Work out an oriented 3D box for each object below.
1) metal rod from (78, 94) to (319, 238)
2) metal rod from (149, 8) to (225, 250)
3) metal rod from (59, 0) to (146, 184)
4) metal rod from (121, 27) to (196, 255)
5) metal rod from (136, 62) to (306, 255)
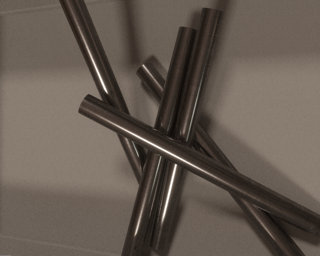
[{"bbox_3d":[0.047,0.042,0.351,0.301,0.025,0.025,28,99,1],"label":"metal rod"},{"bbox_3d":[0.028,0.013,0.374,0.025,0.025,0.298,17,105,19],"label":"metal rod"},{"bbox_3d":[-0.067,-0.060,0.368,0.025,0.025,0.298,-14,111,19],"label":"metal rod"},{"bbox_3d":[-0.002,0.027,0.385,0.025,0.025,0.298,17,98,19],"label":"metal rod"},{"bbox_3d":[0.067,0.036,0.386,0.025,0.025,0.299,-41,78,15],"label":"metal rod"}]
